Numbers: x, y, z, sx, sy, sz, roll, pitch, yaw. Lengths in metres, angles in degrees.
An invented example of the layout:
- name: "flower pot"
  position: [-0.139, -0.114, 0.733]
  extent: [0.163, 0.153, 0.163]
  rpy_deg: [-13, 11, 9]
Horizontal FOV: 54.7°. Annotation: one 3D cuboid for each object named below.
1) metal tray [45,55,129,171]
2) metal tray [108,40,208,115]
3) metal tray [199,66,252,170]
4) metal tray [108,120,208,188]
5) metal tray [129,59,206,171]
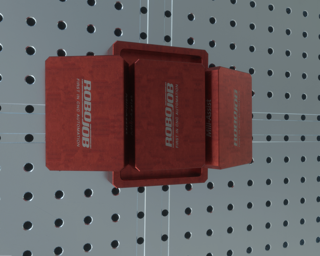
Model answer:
- name: "metal tray"
  position: [-0.084, -0.017, 0.360]
  extent: [0.091, 0.030, 0.129]
  rpy_deg: [0, 90, 5]
- name: "metal tray"
  position: [-0.001, -0.061, 0.410]
  extent: [0.131, 0.030, 0.089]
  rpy_deg: [0, 90, -21]
- name: "metal tray"
  position: [0.092, -0.013, 0.425]
  extent: [0.091, 0.030, 0.129]
  rpy_deg: [-1, 91, -47]
- name: "metal tray"
  position: [-0.001, 0.029, 0.411]
  extent: [0.131, 0.030, 0.089]
  rpy_deg: [0, 90, -21]
- name: "metal tray"
  position: [0.009, -0.015, 0.382]
  extent: [0.091, 0.030, 0.129]
  rpy_deg: [0, 90, -21]
